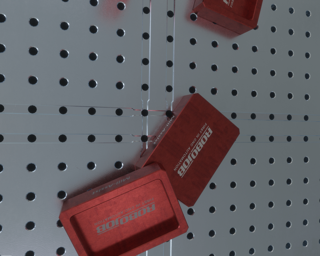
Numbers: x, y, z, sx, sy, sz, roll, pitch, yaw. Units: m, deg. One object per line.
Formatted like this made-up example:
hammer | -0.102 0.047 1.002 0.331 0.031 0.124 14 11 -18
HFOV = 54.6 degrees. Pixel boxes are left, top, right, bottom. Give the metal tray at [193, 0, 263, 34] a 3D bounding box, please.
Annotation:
metal tray | 0.108 -0.214 0.448 0.091 0.030 0.129 16 85 -19

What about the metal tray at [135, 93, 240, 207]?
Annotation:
metal tray | 0.040 0.029 0.424 0.090 0.030 0.130 39 78 -16

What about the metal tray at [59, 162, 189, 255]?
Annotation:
metal tray | -0.041 0.108 0.375 0.131 0.030 0.090 -23 105 -7
